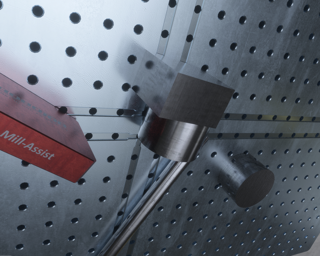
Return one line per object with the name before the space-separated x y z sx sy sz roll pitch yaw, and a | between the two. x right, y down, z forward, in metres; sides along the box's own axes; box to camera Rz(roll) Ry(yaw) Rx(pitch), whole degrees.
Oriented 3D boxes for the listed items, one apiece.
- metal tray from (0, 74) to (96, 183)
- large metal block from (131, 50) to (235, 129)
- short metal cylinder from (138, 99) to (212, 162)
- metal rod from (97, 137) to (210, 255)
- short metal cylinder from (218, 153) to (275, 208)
metal tray | -0.129 -0.007 0.294 0.030 0.090 0.130 -48 129 6
large metal block | 0.024 -0.046 0.362 0.081 0.080 0.050 10 113 -33
short metal cylinder | 0.019 0.000 0.388 0.081 0.080 0.050 9 114 -33
metal rod | -0.026 0.125 0.476 0.025 0.025 0.299 30 102 -38
short metal cylinder | 0.148 0.090 0.535 0.081 0.050 0.079 -14 125 -21
